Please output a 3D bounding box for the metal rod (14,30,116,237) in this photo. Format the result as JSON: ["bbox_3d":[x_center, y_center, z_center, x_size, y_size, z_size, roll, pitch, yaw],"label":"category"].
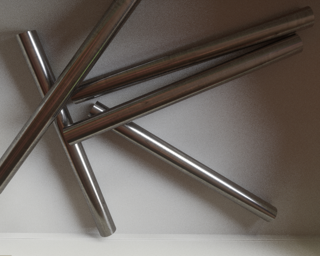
[{"bbox_3d":[-0.119,0.021,0.417,0.025,0.025,0.298,-15,110,5],"label":"metal rod"}]

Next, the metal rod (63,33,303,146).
[{"bbox_3d":[0.027,-0.046,0.378,0.301,0.025,0.025,-22,109,1],"label":"metal rod"}]

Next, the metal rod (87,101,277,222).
[{"bbox_3d":[0.039,0.052,0.430,0.301,0.025,0.025,31,107,-11],"label":"metal rod"}]

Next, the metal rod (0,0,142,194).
[{"bbox_3d":[-0.119,-0.041,0.370,0.025,0.025,0.299,36,97,-13],"label":"metal rod"}]

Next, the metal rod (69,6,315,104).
[{"bbox_3d":[0.032,-0.086,0.379,0.301,0.025,0.025,-17,109,6],"label":"metal rod"}]
